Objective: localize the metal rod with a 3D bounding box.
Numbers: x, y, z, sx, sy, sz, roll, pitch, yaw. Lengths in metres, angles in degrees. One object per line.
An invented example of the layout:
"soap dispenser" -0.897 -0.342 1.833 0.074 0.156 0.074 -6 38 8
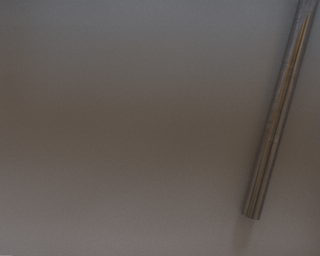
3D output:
"metal rod" 0.159 -0.027 0.412 0.025 0.025 0.299 15 90 0
